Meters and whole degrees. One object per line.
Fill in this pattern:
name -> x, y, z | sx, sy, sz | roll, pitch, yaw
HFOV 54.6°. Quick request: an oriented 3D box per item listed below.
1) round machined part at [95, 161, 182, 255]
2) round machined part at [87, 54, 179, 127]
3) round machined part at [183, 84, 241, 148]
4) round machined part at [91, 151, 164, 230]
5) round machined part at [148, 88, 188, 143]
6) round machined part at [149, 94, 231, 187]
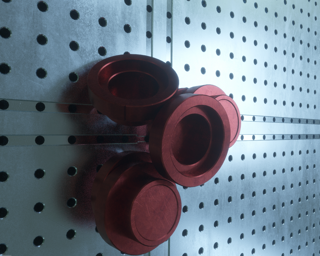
round machined part -> -0.015, 0.085, 0.329 | 0.099, 0.042, 0.097 | 0, 90, -40
round machined part -> -0.030, -0.039, 0.347 | 0.099, 0.098, 0.042 | -34, 147, -35
round machined part -> 0.066, -0.007, 0.397 | 0.099, 0.042, 0.097 | 1, 89, -40
round machined part -> -0.024, 0.076, 0.350 | 0.099, 0.042, 0.097 | 0, 90, -40
round machined part -> 0.036, -0.003, 0.400 | 0.099, 0.042, 0.097 | 0, 90, -40
round machined part -> 0.028, 0.011, 0.337 | 0.099, 0.042, 0.097 | -8, 103, -36
